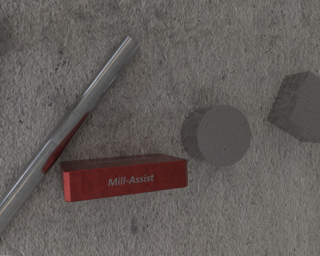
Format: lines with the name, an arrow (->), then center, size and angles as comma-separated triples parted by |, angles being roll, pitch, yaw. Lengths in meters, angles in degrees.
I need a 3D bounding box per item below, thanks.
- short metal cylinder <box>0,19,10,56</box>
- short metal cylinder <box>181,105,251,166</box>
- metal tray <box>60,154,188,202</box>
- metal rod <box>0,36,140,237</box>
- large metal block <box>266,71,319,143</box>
short metal cylinder -> -0.199, -0.096, 0.306 | 0.081, 0.080, 0.050 | -19, 97, -19
short metal cylinder -> 0.076, 0.010, 0.424 | 0.081, 0.050, 0.080 | 0, 90, -20
metal tray -> -0.045, 0.053, 0.358 | 0.131, 0.090, 0.030 | -3, 91, -20
metal rod -> -0.118, 0.012, 0.365 | 0.025, 0.025, 0.300 | 38, 78, -16
large metal block -> 0.226, -0.030, 0.479 | 0.080, 0.050, 0.080 | 28, 81, -18
